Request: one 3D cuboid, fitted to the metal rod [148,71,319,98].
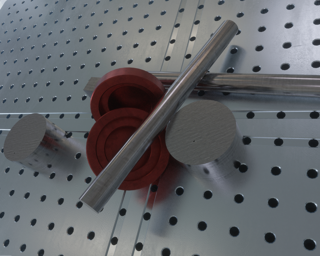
[{"bbox_3d":[0.070,-0.061,0.408,0.300,0.025,0.025,8,66,31],"label":"metal rod"}]

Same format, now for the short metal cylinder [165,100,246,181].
[{"bbox_3d":[0.053,0.015,0.355,0.080,0.050,0.080,-13,56,21],"label":"short metal cylinder"}]

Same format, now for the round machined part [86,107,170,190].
[{"bbox_3d":[-0.040,0.026,0.381,0.099,0.042,0.097,2,81,-13],"label":"round machined part"}]

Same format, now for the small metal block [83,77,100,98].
[{"bbox_3d":[-0.076,-0.049,0.461,0.050,0.050,0.025,9,62,32],"label":"small metal block"}]

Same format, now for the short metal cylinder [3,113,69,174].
[{"bbox_3d":[-0.190,0.024,0.478,0.080,0.050,0.080,-13,56,21],"label":"short metal cylinder"}]

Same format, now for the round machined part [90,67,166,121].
[{"bbox_3d":[-0.038,-0.036,0.408,0.098,0.098,0.042,-21,34,15],"label":"round machined part"}]

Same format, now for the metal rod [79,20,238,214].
[{"bbox_3d":[0.013,-0.030,0.370,0.025,0.025,0.301,20,61,35],"label":"metal rod"}]
